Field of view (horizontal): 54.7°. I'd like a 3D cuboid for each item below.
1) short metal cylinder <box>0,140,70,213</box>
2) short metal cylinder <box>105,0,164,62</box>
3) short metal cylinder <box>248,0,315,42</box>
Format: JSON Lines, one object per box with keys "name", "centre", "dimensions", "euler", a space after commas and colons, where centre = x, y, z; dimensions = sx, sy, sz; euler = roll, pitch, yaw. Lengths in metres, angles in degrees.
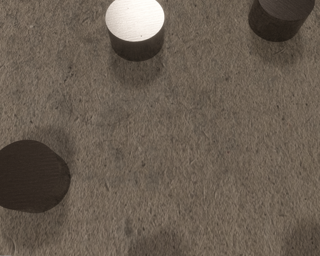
{"name": "short metal cylinder", "centre": [-0.155, 0.059, 0.371], "dimensions": [0.081, 0.050, 0.080], "euler": [0, 70, 0]}
{"name": "short metal cylinder", "centre": [-0.034, -0.144, 0.447], "dimensions": [0.081, 0.050, 0.080], "euler": [0, 70, 0]}
{"name": "short metal cylinder", "centre": [0.179, -0.177, 0.462], "dimensions": [0.081, 0.050, 0.080], "euler": [0, 70, 0]}
